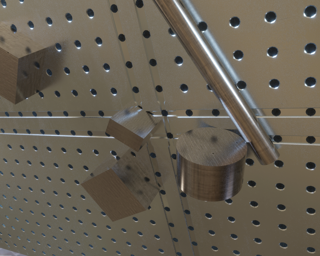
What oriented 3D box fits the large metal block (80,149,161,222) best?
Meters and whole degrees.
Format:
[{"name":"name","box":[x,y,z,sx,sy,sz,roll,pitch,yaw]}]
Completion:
[{"name":"large metal block","box":[-0.061,0.091,0.482,0.080,0.050,0.080,-30,102,37]}]

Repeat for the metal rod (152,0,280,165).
[{"name":"metal rod","box":[0.043,-0.083,0.335,0.025,0.025,0.299,-27,104,37]}]

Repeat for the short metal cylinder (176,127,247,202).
[{"name":"short metal cylinder","box":[0.060,0.041,0.369,0.080,0.080,0.050,11,123,22]}]

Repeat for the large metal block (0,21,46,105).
[{"name":"large metal block","box":[-0.221,-0.095,0.450,0.080,0.050,0.079,31,128,7]}]

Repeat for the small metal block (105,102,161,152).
[{"name":"small metal block","box":[-0.035,-0.003,0.410,0.050,0.050,0.025,31,128,8]}]
